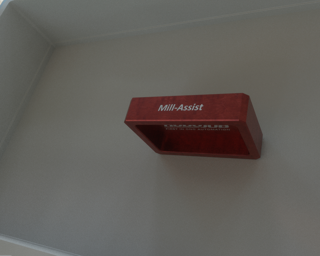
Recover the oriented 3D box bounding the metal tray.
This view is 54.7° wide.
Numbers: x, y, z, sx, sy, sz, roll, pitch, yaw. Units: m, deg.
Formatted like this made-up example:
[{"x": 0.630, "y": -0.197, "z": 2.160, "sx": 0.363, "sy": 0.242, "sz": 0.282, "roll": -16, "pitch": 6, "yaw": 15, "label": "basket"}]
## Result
[{"x": 0.038, "y": 0.001, "z": 0.342, "sx": 0.130, "sy": 0.090, "sz": 0.030, "roll": 0, "pitch": 62, "yaw": 28, "label": "metal tray"}]
